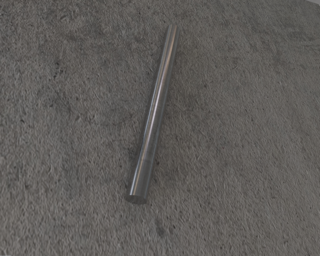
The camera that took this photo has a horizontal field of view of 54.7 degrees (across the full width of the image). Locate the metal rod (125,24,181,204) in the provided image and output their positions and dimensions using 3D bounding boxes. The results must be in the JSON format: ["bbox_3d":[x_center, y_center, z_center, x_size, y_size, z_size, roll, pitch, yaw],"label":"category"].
[{"bbox_3d":[-0.002,-0.041,0.427,0.025,0.025,0.300,22,53,-15],"label":"metal rod"}]
